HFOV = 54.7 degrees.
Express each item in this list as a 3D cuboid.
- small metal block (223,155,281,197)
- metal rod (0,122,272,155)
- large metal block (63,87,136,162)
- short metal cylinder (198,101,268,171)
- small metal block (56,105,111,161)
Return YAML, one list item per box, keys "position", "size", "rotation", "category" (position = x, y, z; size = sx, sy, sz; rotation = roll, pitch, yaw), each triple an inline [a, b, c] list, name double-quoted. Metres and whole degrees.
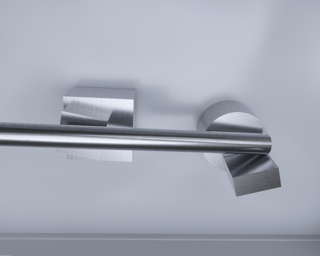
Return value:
- position: [0.106, 0.051, 0.362]
  size: [0.050, 0.050, 0.025]
  rotation: [-14, 110, 4]
  category: "small metal block"
- position: [-0.024, 0.012, 0.339]
  size: [0.302, 0.025, 0.025]
  rotation: [3, 110, -10]
  category: "metal rod"
- position: [-0.073, -0.006, 0.392]
  size: [0.081, 0.050, 0.079]
  rotation: [2, 110, -2]
  category: "large metal block"
- position: [0.092, 0.010, 0.401]
  size: [0.081, 0.050, 0.079]
  rotation: [0, 110, -1]
  category: "short metal cylinder"
- position: [-0.088, 0.005, 0.357]
  size: [0.050, 0.025, 0.050]
  rotation: [12, 109, -5]
  category: "small metal block"
